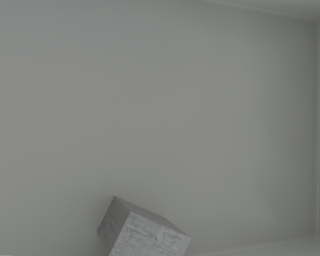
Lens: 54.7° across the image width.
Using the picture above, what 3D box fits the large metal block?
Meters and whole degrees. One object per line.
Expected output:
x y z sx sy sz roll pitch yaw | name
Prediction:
-0.023 0.129 0.374 0.080 0.080 0.050 29 81 -18 | large metal block
